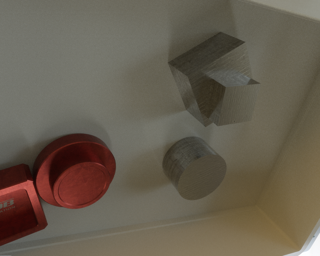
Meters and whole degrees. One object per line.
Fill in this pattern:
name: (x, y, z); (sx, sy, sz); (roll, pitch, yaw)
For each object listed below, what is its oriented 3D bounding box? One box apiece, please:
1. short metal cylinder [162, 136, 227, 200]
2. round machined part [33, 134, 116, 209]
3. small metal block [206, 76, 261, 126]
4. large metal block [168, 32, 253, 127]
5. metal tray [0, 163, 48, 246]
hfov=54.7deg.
short metal cylinder: (0.050, 0.059, 0.459); (0.081, 0.050, 0.079); (-14, 124, -21)
round machined part: (-0.100, 0.059, 0.378); (0.099, 0.042, 0.097); (-16, 125, -24)
small metal block: (0.088, -0.033, 0.374); (0.050, 0.025, 0.050); (-9, 122, -24)
large metal block: (0.068, -0.062, 0.393); (0.080, 0.050, 0.080); (-32, 129, -8)
metal tray: (-0.203, 0.099, 0.345); (0.131, 0.030, 0.089); (-17, 132, -23)
